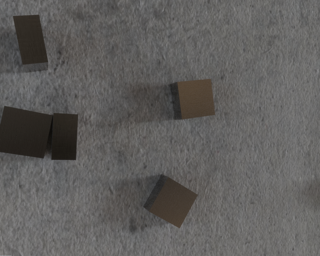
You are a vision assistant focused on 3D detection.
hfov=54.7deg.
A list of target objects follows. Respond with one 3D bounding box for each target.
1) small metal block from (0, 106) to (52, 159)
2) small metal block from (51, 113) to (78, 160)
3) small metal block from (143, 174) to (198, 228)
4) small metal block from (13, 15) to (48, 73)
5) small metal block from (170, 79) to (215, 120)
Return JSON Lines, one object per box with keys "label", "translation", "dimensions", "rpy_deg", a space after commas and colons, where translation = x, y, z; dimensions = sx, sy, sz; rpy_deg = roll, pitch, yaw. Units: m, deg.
{"label": "small metal block", "translation": [-0.154, 0.005, 0.353], "dimensions": [0.050, 0.025, 0.050], "rpy_deg": [12, 86, -20]}
{"label": "small metal block", "translation": [-0.111, 0.009, 0.355], "dimensions": [0.025, 0.050, 0.050], "rpy_deg": [3, 89, -20]}
{"label": "small metal block", "translation": [0.014, 0.098, 0.416], "dimensions": [0.050, 0.025, 0.050], "rpy_deg": [34, 79, -17]}
{"label": "small metal block", "translation": [-0.142, -0.092, 0.343], "dimensions": [0.025, 0.050, 0.050], "rpy_deg": [-11, 94, -20]}
{"label": "small metal block", "translation": [0.045, -0.039, 0.427], "dimensions": [0.050, 0.025, 0.050], "rpy_deg": [-8, 93, -20]}
